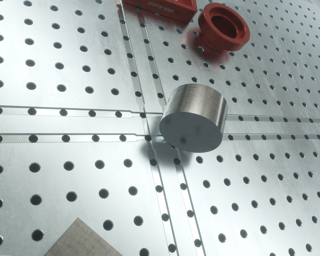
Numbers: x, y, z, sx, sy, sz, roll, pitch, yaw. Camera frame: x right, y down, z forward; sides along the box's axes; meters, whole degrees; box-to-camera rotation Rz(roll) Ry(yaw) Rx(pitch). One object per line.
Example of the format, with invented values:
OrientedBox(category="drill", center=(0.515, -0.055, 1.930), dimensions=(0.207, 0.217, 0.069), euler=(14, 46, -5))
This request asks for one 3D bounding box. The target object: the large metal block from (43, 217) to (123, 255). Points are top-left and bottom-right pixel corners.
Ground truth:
OrientedBox(category="large metal block", center=(-0.064, 0.130, 0.259), dimensions=(0.080, 0.080, 0.050), euler=(41, 51, -1))

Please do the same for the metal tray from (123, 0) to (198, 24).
OrientedBox(category="metal tray", center=(0.000, -0.246, 0.554), dimensions=(0.131, 0.030, 0.090), euler=(10, 57, -23))

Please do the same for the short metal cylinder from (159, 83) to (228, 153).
OrientedBox(category="short metal cylinder", center=(0.045, -0.011, 0.404), dimensions=(0.080, 0.080, 0.050), euler=(28, 52, -11))

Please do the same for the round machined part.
OrientedBox(category="round machined part", center=(0.111, -0.177, 0.565), dimensions=(0.099, 0.042, 0.098), euler=(14, 56, -21))
